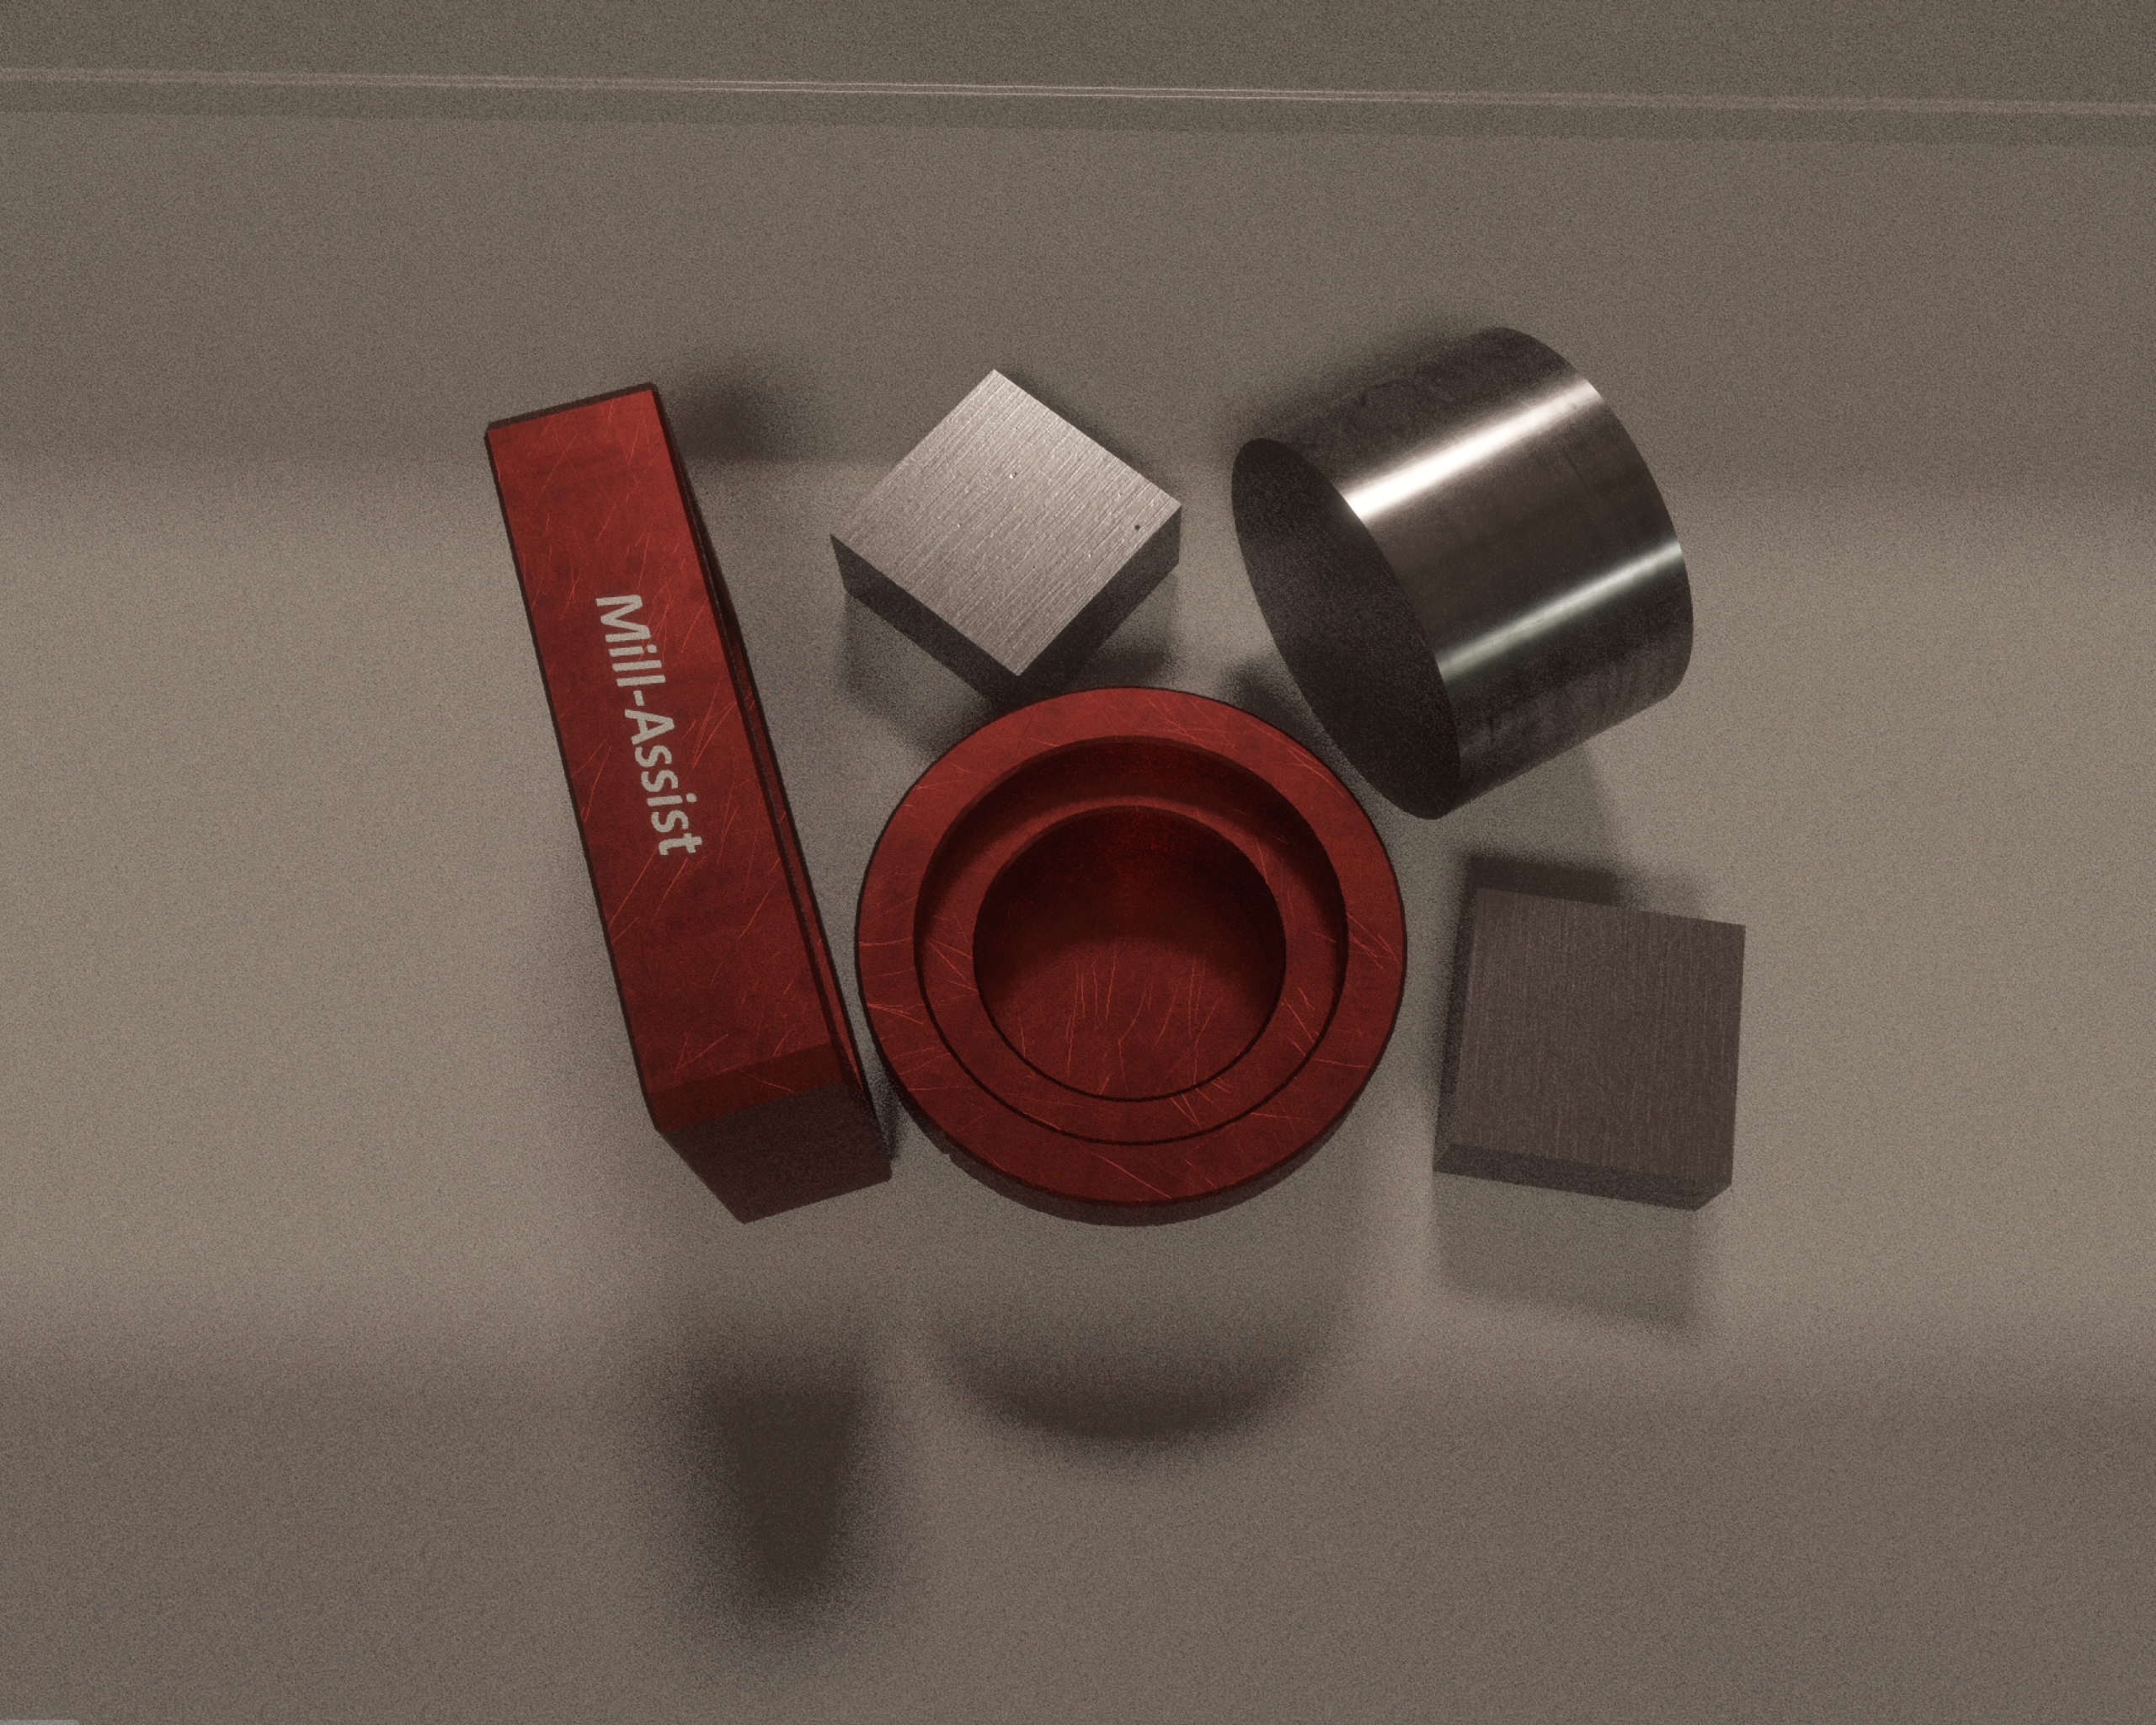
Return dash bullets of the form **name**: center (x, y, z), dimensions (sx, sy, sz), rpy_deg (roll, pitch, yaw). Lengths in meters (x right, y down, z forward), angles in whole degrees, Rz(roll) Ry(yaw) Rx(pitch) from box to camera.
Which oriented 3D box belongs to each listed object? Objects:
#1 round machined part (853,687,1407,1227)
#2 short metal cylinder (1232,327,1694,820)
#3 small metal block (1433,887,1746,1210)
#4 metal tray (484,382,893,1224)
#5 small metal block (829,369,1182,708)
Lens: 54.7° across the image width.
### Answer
- **round machined part**: center (0.009, 0.020, 0.390), dimensions (0.099, 0.042, 0.098), rpy_deg (0, 70, -1)
- **short metal cylinder**: center (0.072, -0.055, 0.400), dimensions (0.050, 0.080, 0.080), rpy_deg (-28, 73, -10)
- **small metal block**: center (0.097, 0.036, 0.396), dimensions (0.050, 0.025, 0.050), rpy_deg (8, 70, 4)
- **metal tray**: center (-0.068, -0.008, 0.375), dimensions (0.030, 0.090, 0.130), rpy_deg (-16, 71, -6)
- **small metal block**: center (-0.014, -0.065, 0.431), dimensions (0.050, 0.025, 0.050), rpy_deg (38, 75, 14)
